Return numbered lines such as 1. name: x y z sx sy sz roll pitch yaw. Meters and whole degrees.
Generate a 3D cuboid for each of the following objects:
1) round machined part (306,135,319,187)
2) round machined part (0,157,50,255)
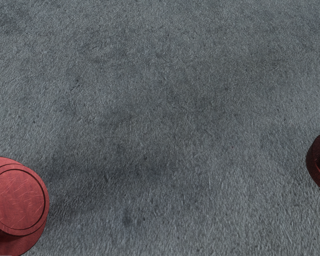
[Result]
1. round machined part: 0.229 0.038 0.362 0.099 0.042 0.098 0 50 0
2. round machined part: -0.145 0.072 0.291 0.042 0.098 0.098 -25 45 24
